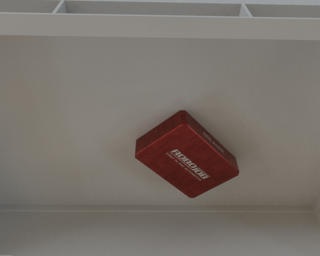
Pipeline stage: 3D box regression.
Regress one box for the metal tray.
[{"bbox_3d":[0.040,0.043,0.443,0.090,0.030,0.130,-34,123,25],"label":"metal tray"}]
